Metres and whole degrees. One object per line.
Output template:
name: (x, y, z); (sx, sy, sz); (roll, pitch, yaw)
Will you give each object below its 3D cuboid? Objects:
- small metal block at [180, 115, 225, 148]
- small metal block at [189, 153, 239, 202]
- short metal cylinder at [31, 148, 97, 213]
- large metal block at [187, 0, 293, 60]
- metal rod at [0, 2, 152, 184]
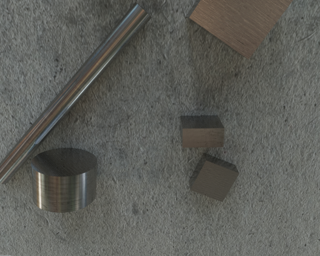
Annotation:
small metal block: (0.053, 0.003, 0.398); (0.050, 0.050, 0.025); (-1, 110, 0)
small metal block: (0.075, 0.069, 0.436); (0.050, 0.025, 0.050); (22, 109, -8)
short metal cylinder: (-0.123, 0.065, 0.403); (0.081, 0.080, 0.050); (5, 110, -2)
large metal block: (0.087, -0.136, 0.347); (0.080, 0.050, 0.080); (32, 107, -11)
metal rod: (-0.121, -0.034, 0.395); (0.025, 0.025, 0.299); (41, 105, -14)
